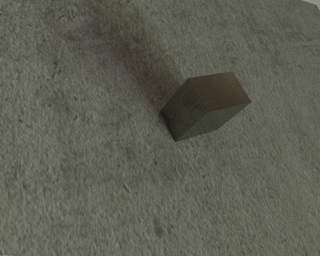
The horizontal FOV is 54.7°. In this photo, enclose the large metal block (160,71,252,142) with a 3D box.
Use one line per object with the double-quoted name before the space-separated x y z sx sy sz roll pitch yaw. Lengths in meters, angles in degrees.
"large metal block" 0.060 -0.029 0.420 0.081 0.080 0.050 -14 69 -34
